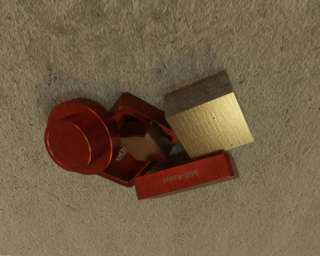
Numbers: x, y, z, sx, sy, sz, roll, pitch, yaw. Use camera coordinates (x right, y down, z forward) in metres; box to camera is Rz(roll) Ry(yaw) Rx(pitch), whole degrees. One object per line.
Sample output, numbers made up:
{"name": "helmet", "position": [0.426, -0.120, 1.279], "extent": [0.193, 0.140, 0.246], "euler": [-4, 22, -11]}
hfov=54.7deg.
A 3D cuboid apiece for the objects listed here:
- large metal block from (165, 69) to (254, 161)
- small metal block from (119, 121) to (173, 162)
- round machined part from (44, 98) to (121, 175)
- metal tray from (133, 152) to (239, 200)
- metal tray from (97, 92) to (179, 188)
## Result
{"name": "large metal block", "position": [0.060, -0.013, 0.382], "extent": [0.080, 0.050, 0.080], "euler": [-21, 127, 17]}
{"name": "small metal block", "position": [-0.020, 0.017, 0.393], "extent": [0.050, 0.025, 0.050], "euler": [-2, 139, 39]}
{"name": "round machined part", "position": [-0.102, 0.015, 0.382], "extent": [0.098, 0.042, 0.097], "euler": [9, 113, 22]}
{"name": "metal tray", "position": [0.040, 0.070, 0.435], "extent": [0.130, 0.030, 0.090], "euler": [-17, 164, 15]}
{"name": "metal tray", "position": [-0.044, 0.022, 0.423], "extent": [0.090, 0.030, 0.129], "euler": [28, 125, -22]}
